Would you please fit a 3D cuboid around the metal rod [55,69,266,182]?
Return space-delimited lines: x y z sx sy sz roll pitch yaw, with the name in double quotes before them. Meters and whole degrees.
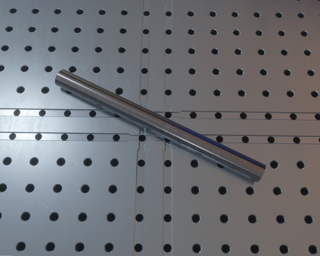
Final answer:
"metal rod" -0.006 -0.007 0.414 0.301 0.025 0.025 26 72 8
